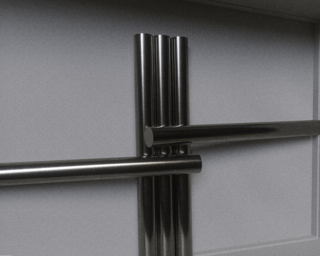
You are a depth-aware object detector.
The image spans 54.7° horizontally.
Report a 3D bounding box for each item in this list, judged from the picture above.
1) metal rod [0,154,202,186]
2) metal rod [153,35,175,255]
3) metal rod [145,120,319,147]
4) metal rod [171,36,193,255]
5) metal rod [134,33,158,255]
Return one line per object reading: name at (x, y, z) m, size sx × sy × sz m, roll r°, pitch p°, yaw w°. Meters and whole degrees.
metal rod at (-0.097, 0.049, 0.357) m, size 0.302 × 0.025 × 0.025 m, roll -1°, pitch 91°, yaw -15°
metal rod at (0.004, 0.029, 0.412) m, size 0.025 × 0.025 × 0.298 m, roll -2°, pitch 91°, yaw -20°
metal rod at (0.122, 0.005, 0.437) m, size 0.303 × 0.025 × 0.025 m, roll -2°, pitch 91°, yaw -27°
metal rod at (0.029, 0.028, 0.421) m, size 0.025 × 0.025 × 0.298 m, roll -2°, pitch 91°, yaw -20°
metal rod at (-0.019, 0.030, 0.403) m, size 0.025 × 0.025 × 0.298 m, roll -2°, pitch 91°, yaw -20°
